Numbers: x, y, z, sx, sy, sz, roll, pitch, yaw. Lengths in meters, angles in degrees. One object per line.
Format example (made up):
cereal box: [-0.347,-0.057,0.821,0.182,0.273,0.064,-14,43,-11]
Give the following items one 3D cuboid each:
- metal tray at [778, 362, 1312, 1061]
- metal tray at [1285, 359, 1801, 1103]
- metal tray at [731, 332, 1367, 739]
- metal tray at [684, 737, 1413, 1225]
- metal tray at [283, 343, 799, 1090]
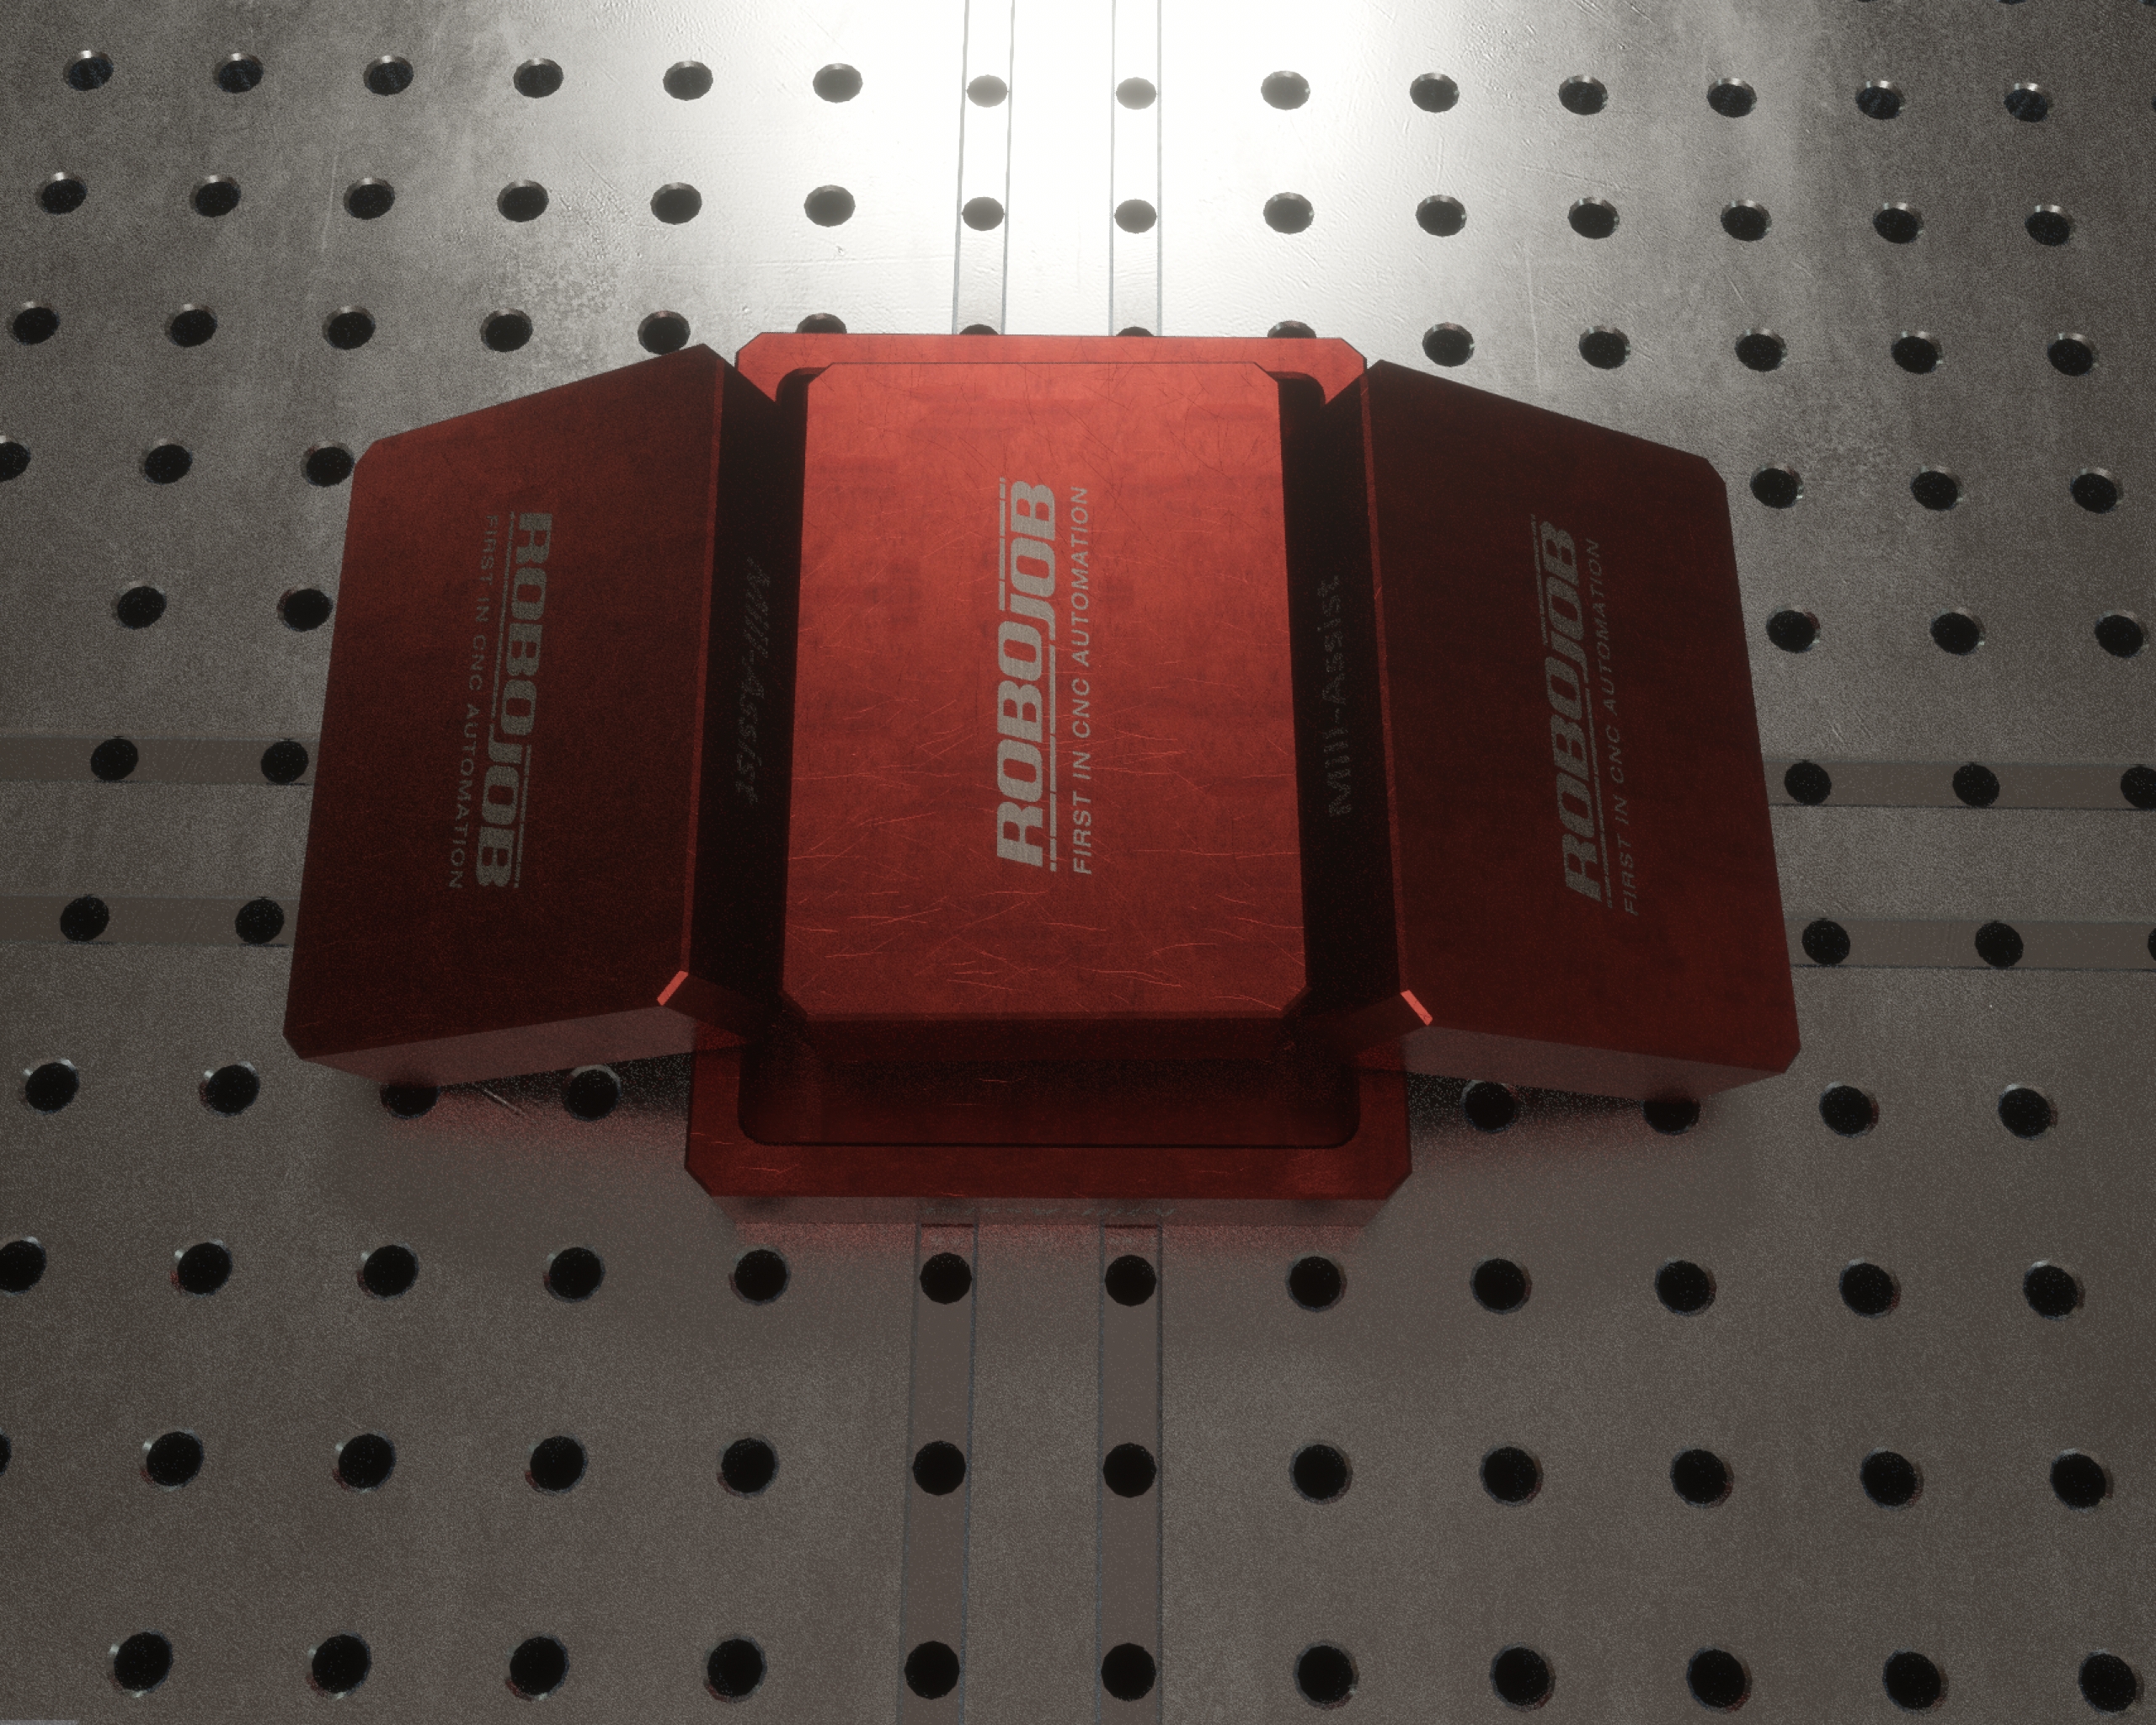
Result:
metal tray: [-0.006,-0.030,0.388,0.091,0.030,0.130,0,70,-1]
metal tray: [0.087,-0.024,0.399,0.091,0.030,0.130,9,68,-26]
metal tray: [-0.006,-0.063,0.432,0.131,0.030,0.090,0,70,-1]
metal tray: [-0.005,0.022,0.401,0.131,0.030,0.090,0,70,-1]
metal tray: [-0.100,-0.027,0.399,0.090,0.030,0.130,-9,68,24]
